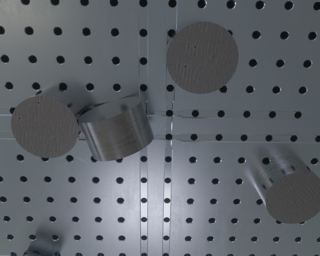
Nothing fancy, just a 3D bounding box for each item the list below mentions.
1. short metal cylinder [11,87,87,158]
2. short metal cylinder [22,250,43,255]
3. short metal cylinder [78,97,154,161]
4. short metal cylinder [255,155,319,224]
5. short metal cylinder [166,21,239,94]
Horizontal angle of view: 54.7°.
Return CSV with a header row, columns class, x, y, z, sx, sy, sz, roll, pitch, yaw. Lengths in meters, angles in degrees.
class,x,y,z,sx,sy,sz,roll,pitch,yaw
short metal cylinder,-0.138,-0.008,0.396,0.081,0.050,0.079,0,110,0
short metal cylinder,-0.198,0.234,0.468,0.050,0.080,0.080,24,108,-9
short metal cylinder,-0.053,-0.001,0.383,0.080,0.080,0.050,-16,109,5
short metal cylinder,0.180,0.085,0.433,0.081,0.050,0.079,0,110,0
short metal cylinder,0.047,-0.085,0.369,0.081,0.050,0.079,0,110,0
